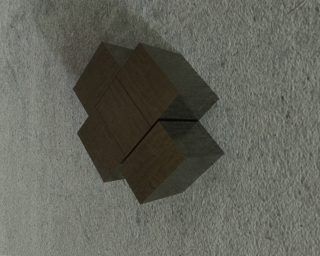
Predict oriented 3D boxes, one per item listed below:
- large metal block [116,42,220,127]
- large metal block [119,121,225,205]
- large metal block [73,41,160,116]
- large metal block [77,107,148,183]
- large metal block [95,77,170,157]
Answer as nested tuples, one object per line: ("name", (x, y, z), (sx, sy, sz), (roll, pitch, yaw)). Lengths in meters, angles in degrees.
("large metal block", (0.010, -0.047, 0.361), (0.050, 0.081, 0.080), (-50, 61, 28))
("large metal block", (0.014, 0.038, 0.358), (0.080, 0.081, 0.050), (-49, 61, 28))
("large metal block", (-0.055, -0.060, 0.414), (0.080, 0.081, 0.050), (-49, 61, 28))
("large metal block", (-0.048, 0.020, 0.409), (0.050, 0.081, 0.080), (-50, 61, 28))
("large metal block", (-0.019, -0.014, 0.385), (0.050, 0.081, 0.080), (-50, 61, 28))
